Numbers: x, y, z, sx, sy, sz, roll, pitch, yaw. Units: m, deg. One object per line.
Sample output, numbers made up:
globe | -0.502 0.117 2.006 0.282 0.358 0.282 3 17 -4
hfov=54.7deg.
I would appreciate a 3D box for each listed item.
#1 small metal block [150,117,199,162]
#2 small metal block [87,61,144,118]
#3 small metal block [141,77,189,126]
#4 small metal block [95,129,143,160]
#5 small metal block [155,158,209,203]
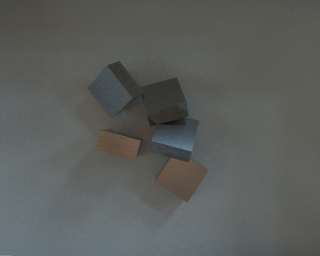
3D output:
small metal block | 0.019 0.011 0.397 0.050 0.025 0.050 14 52 5
small metal block | -0.058 -0.049 0.398 0.050 0.025 0.050 -38 91 39
small metal block | 0.005 -0.034 0.398 0.050 0.025 0.050 -15 48 -1
small metal block | -0.051 0.020 0.398 0.050 0.050 0.025 15 90 -1
small metal block | 0.028 0.062 0.412 0.050 0.025 0.050 34 90 -1
